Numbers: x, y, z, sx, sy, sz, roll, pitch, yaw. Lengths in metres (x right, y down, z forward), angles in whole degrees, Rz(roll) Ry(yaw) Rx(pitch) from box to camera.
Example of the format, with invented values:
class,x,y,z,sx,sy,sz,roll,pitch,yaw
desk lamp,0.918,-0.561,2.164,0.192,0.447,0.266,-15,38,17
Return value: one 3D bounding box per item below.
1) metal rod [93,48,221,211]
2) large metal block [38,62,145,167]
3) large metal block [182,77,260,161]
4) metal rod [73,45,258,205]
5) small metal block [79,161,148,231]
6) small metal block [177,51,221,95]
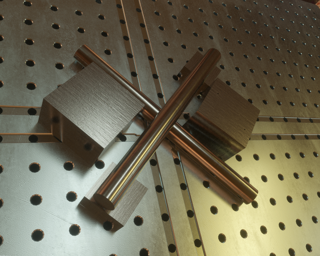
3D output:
class,x,y,z,sx,sy,sz,roll,pitch,yaw
metal rod,0.015,-0.022,0.397,0.025,0.025,0.301,39,51,-2
large metal block,-0.078,-0.017,0.360,0.080,0.050,0.080,40,51,-1
large metal block,0.088,-0.012,0.447,0.080,0.050,0.080,37,51,-4
metal rod,0.009,-0.004,0.414,0.300,0.025,0.025,40,51,-1
small metal block,-0.049,0.074,0.336,0.050,0.025,0.050,38,51,-3
small metal block,0.063,-0.088,0.496,0.050,0.025,0.050,39,51,-2
